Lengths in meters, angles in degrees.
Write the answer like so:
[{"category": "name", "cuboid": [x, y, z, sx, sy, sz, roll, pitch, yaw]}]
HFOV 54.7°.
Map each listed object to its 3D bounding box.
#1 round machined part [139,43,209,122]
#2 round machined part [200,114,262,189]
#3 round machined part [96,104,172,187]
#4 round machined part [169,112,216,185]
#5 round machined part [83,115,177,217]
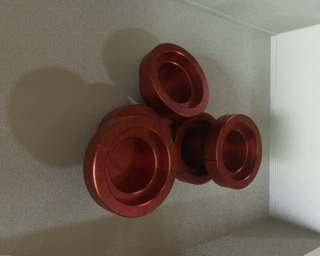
[{"category": "round machined part", "cuboid": [0.013, -0.053, 0.391, 0.099, 0.042, 0.098, 18, 61, -35]}, {"category": "round machined part", "cuboid": [0.092, 0.031, 0.416, 0.099, 0.042, 0.097, 0, 90, -40]}, {"category": "round machined part", "cuboid": [-0.035, 0.022, 0.364, 0.099, 0.042, 0.097, 0, 90, -40]}, {"category": "round machined part", "cuboid": [0.042, 0.027, 0.429, 0.099, 0.042, 0.097, 0, 90, -40]}, {"category": "round machined part", "cuboid": [-0.032, 0.036, 0.312, 0.099, 0.042, 0.097, 0, 90, -40]}]
